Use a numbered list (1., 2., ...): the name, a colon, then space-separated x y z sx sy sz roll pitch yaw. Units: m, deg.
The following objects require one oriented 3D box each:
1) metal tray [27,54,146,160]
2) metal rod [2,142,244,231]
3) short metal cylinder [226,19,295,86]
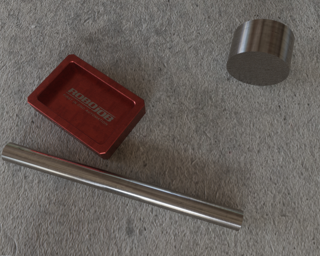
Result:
1. metal tray: -0.096 -0.030 0.415 0.130 0.030 0.090 34 73 11
2. metal rod: -0.049 0.070 0.382 0.301 0.025 0.025 16 71 5
3. short metal cylinder: 0.135 -0.099 0.416 0.080 0.080 0.050 15 71 5
